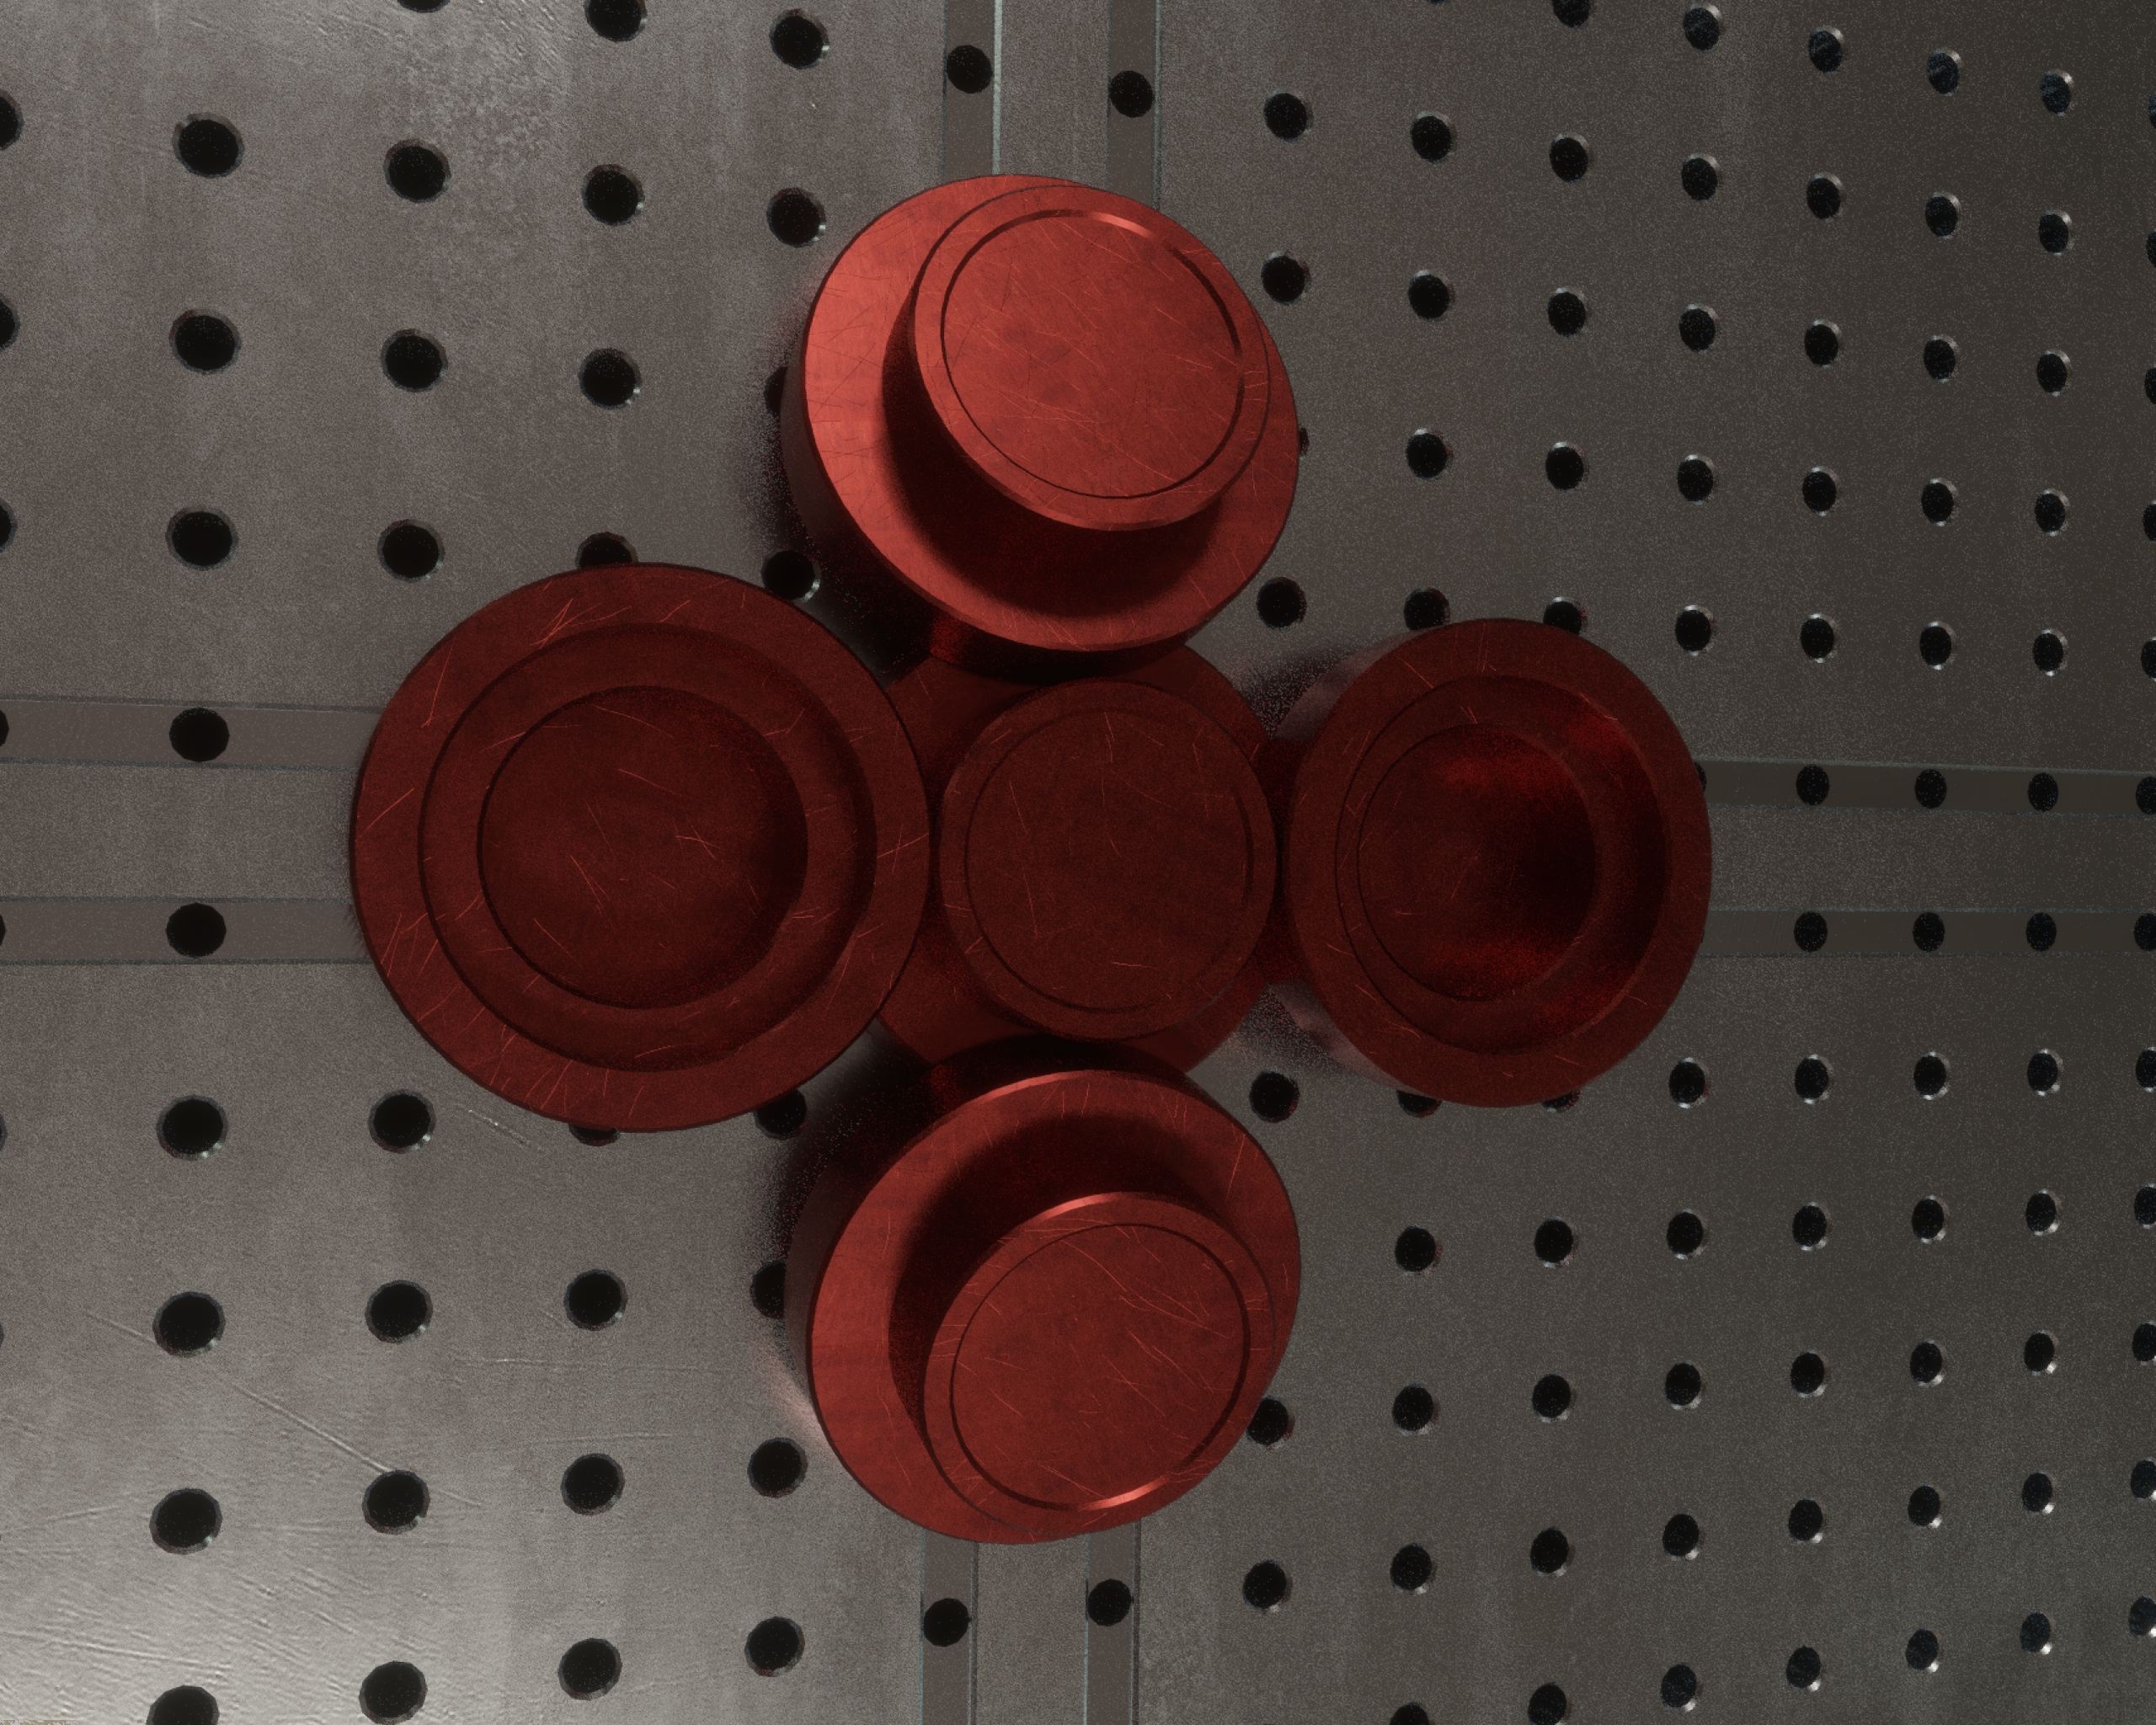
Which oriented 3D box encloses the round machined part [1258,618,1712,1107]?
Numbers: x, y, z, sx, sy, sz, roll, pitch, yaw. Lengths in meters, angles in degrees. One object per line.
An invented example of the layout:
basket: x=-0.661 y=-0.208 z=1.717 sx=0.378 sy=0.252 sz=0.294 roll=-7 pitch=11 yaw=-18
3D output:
round machined part: x=0.078 y=0.000 z=0.433 sx=0.099 sy=0.042 sz=0.097 roll=0 pitch=90 yaw=-21

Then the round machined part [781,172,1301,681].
round machined part: x=-0.003 y=-0.086 z=0.391 sx=0.099 sy=0.042 sz=0.098 roll=5 pitch=74 yaw=-17

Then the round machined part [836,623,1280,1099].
round machined part: x=-0.001 y=-0.001 z=0.403 sx=0.099 sy=0.042 sz=0.097 roll=0 pitch=90 yaw=-21

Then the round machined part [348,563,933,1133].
round machined part: x=-0.079 y=-0.003 z=0.374 sx=0.099 sy=0.042 sz=0.097 roll=0 pitch=90 yaw=-21

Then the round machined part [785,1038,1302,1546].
round machined part: x=-0.002 y=0.085 z=0.391 sx=0.099 sy=0.042 sz=0.097 roll=-6 pitch=107 yaw=-19
